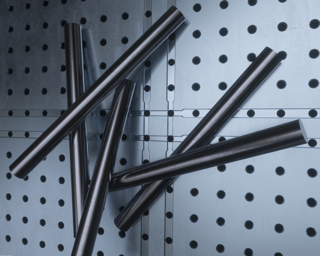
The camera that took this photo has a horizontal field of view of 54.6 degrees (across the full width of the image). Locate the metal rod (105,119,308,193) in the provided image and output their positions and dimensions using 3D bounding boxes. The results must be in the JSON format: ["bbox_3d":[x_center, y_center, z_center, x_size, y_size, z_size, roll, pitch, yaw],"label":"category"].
[{"bbox_3d":[0.017,0.046,0.374,0.300,0.025,0.025,-20,83,31],"label":"metal rod"}]

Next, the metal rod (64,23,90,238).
[{"bbox_3d":[-0.116,-0.003,0.436,0.025,0.025,0.299,-9,80,20],"label":"metal rod"}]

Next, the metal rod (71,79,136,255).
[{"bbox_3d":[-0.079,0.079,0.401,0.025,0.025,0.299,9,78,20],"label":"metal rod"}]

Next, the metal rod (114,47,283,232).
[{"bbox_3d":[0.040,0.023,0.398,0.025,0.025,0.299,44,103,15],"label":"metal rod"}]

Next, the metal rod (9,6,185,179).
[{"bbox_3d":[-0.083,-0.046,0.409,0.300,0.025,0.025,-44,76,2],"label":"metal rod"}]
